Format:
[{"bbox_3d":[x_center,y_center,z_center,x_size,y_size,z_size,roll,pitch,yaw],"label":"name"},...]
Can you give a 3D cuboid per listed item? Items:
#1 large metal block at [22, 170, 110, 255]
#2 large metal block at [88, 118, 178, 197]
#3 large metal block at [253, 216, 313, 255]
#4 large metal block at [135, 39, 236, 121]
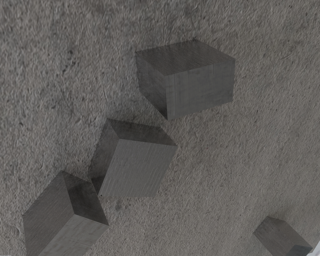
[{"bbox_3d":[-0.117,0.113,0.377,0.080,0.080,0.050,-49,129,6],"label":"large metal block"},{"bbox_3d":[-0.036,0.040,0.395,0.081,0.050,0.079,10,114,-33],"label":"large metal block"},{"bbox_3d":[0.263,0.241,0.663,0.080,0.080,0.050,23,106,-37],"label":"large metal block"},{"bbox_3d":[0.026,-0.058,0.349,0.081,0.080,0.050,-17,125,-19],"label":"large metal block"}]
